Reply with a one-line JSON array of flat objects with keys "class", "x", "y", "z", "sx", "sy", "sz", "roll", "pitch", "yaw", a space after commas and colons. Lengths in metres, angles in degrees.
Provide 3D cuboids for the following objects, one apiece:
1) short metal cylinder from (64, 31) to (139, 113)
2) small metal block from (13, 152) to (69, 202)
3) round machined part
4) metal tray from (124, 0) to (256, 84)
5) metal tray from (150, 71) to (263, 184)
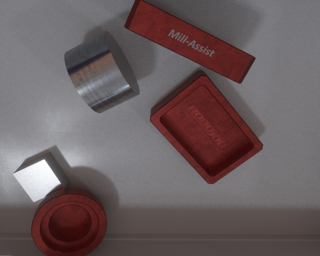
[{"class": "short metal cylinder", "x": -0.065, "y": -0.064, "z": 0.358, "sx": 0.050, "sy": 0.080, "sz": 0.080, "roll": -25, "pitch": 108, "yaw": 9}, {"class": "small metal block", "x": -0.165, "y": 0.069, "z": 0.434, "sx": 0.050, "sy": 0.025, "sz": 0.050, "roll": -25, "pitch": 108, "yaw": 8}, {"class": "round machined part", "x": -0.127, "y": 0.131, "z": 0.439, "sx": 0.099, "sy": 0.042, "sz": 0.097, "roll": -3, "pitch": 101, "yaw": -15}, {"class": "metal tray", "x": 0.030, "y": -0.097, "z": 0.341, "sx": 0.131, "sy": 0.090, "sz": 0.030, "roll": 24, "pitch": 108, "yaw": -9}, {"class": "metal tray", "x": 0.061, "y": 0.002, "z": 0.410, "sx": 0.090, "sy": 0.030, "sz": 0.130, "roll": -39, "pitch": 106, "yaw": 12}]
